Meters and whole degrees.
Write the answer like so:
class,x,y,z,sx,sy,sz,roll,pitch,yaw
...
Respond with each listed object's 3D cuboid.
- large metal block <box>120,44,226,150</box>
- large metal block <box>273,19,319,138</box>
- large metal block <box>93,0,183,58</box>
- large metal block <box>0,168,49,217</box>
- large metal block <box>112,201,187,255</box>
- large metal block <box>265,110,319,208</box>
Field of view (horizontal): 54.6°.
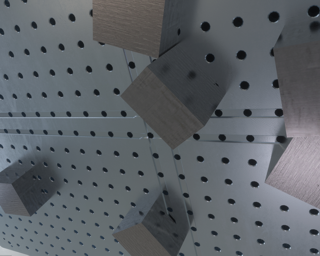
class,x,y,z,sx,sy,sz,roll,pitch,yaw
large metal block,0.017,-0.037,0.344,0.080,0.080,0.050,46,129,-4
large metal block,0.138,-0.047,0.274,0.050,0.080,0.080,-4,116,30
large metal block,-0.023,-0.129,0.328,0.080,0.050,0.079,20,126,17
large metal block,-0.288,0.128,0.628,0.080,0.050,0.080,-4,117,30
large metal block,-0.018,0.178,0.515,0.080,0.050,0.080,-34,99,38
large metal block,0.169,0.034,0.327,0.080,0.050,0.079,25,128,12
